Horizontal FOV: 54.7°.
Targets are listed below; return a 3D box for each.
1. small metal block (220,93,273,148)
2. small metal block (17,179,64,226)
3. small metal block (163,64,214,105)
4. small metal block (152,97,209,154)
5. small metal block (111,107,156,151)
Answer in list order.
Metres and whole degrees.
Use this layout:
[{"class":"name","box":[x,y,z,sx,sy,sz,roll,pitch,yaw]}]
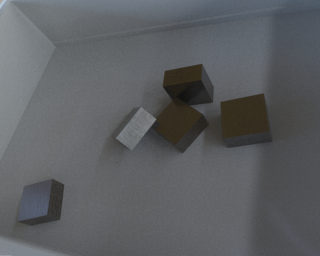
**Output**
[{"class":"small metal block","box":[0.099,-0.008,0.358,0.050,0.025,0.050,-10,57,22]},{"class":"small metal block","box":[-0.163,0.103,0.426,0.050,0.025,0.050,-16,55,18]},{"class":"small metal block","box":[0.038,-0.053,0.402,0.050,0.050,0.025,-7,59,24]},{"class":"small metal block","box":[0.025,-0.004,0.394,0.050,0.025,0.050,-48,52,-6]},{"class":"small metal block","box":[-0.036,0.000,0.407,0.050,0.025,0.050,-52,14,-9]}]
